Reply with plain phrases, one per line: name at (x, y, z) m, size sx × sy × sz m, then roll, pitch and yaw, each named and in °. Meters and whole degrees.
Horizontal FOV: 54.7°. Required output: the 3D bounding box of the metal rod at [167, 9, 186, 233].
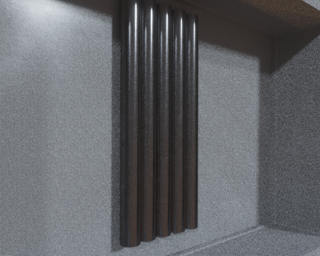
metal rod at (0.022, -0.010, 0.423) m, size 0.025 × 0.025 × 0.298 m, roll 0°, pitch 90°, yaw -40°

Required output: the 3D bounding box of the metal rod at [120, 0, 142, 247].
metal rod at (-0.035, -0.009, 0.375) m, size 0.025 × 0.025 × 0.298 m, roll 0°, pitch 90°, yaw -40°

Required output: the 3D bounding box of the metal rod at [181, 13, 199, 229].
metal rod at (0.042, -0.009, 0.440) m, size 0.025 × 0.025 × 0.298 m, roll 0°, pitch 90°, yaw -40°

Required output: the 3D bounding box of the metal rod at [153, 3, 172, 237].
metal rod at (0.003, -0.010, 0.407) m, size 0.025 × 0.025 × 0.298 m, roll 0°, pitch 90°, yaw -40°

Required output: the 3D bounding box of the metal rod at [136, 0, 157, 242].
metal rod at (-0.017, -0.010, 0.390) m, size 0.025 × 0.025 × 0.298 m, roll 0°, pitch 90°, yaw -40°
